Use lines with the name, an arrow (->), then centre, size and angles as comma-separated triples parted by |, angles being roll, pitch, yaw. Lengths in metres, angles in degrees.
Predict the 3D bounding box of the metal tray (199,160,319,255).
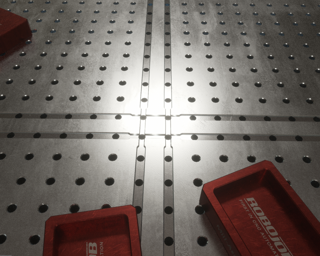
metal tray -> 0.110, 0.103, 0.318 | 0.091, 0.030, 0.130 | -18, 53, -15

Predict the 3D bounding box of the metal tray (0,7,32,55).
metal tray -> -0.308, -0.179, 0.551 | 0.130, 0.030, 0.090 | 27, 55, 20

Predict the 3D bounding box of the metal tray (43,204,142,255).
metal tray -> -0.059, 0.142, 0.284 | 0.091, 0.030, 0.130 | -7, 50, -6
